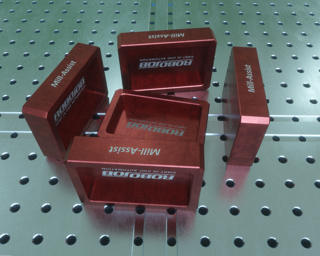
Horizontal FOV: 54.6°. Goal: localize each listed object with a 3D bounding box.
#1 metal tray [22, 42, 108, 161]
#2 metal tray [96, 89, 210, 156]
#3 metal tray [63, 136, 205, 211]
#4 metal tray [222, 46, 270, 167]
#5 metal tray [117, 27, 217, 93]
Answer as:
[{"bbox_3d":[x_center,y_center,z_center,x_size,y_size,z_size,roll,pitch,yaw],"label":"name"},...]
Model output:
[{"bbox_3d":[-0.111,-0.035,0.394,0.030,0.090,0.130,14,51,12],"label":"metal tray"},{"bbox_3d":[-0.005,-0.003,0.406,0.131,0.030,0.090,9,50,7],"label":"metal tray"},{"bbox_3d":[-0.023,0.050,0.324,0.131,0.090,0.030,3,50,3],"label":"metal tray"},{"bbox_3d":[0.103,-0.029,0.390,0.030,0.090,0.130,4,50,3],"label":"metal tray"},{"bbox_3d":[0.009,-0.093,0.443,0.131,0.090,0.030,-5,50,-4],"label":"metal tray"}]
